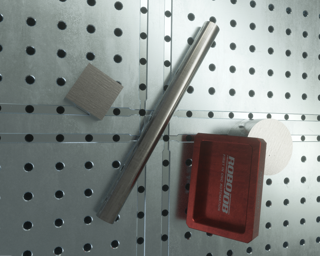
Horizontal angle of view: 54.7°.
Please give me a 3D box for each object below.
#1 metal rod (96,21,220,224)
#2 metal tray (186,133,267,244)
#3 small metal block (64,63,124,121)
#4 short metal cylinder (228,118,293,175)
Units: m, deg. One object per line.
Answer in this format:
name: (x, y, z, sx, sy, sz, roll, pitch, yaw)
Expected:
metal rod: (0.002, -0.015, 0.414, 0.025, 0.025, 0.299, 32, 79, -18)
metal tray: (0.087, 0.075, 0.412, 0.030, 0.090, 0.129, 9, 86, -58)
small metal block: (-0.082, -0.044, 0.383, 0.050, 0.025, 0.050, 34, 79, -17)
short metal cylinder: (0.145, 0.026, 0.455, 0.081, 0.050, 0.079, 0, 90, -21)
